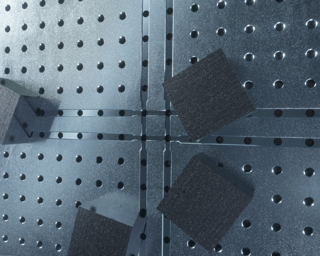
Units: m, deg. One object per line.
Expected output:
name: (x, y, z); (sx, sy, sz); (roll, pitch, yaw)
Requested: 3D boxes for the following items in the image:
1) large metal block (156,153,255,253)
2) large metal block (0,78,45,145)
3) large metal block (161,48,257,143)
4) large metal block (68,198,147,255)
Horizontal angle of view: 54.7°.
large metal block: (0.056, 0.087, 0.379); (0.080, 0.050, 0.080); (36, 101, 16)
large metal block: (-0.241, -0.028, 0.482); (0.080, 0.050, 0.080); (26, 99, 17)
large metal block: (0.061, -0.037, 0.377); (0.080, 0.050, 0.080); (-29, 81, 17)
large metal block: (-0.072, 0.151, 0.423); (0.080, 0.050, 0.079); (15, 95, 19)
